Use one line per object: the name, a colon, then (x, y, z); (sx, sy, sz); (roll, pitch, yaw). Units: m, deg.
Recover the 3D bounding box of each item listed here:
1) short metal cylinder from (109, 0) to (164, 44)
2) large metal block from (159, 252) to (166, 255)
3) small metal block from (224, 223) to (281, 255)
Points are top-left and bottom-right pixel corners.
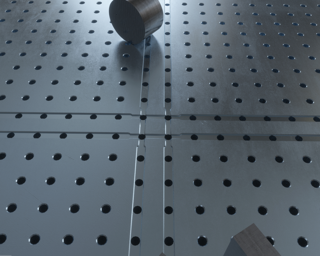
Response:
short metal cylinder: (-0.041, -0.193, 0.534); (0.080, 0.080, 0.050); (30, 56, 22)
large metal block: (0.005, 0.167, 0.251); (0.080, 0.050, 0.080); (35, 58, 25)
small metal block: (0.089, 0.125, 0.288); (0.025, 0.050, 0.050); (-25, 55, -20)
